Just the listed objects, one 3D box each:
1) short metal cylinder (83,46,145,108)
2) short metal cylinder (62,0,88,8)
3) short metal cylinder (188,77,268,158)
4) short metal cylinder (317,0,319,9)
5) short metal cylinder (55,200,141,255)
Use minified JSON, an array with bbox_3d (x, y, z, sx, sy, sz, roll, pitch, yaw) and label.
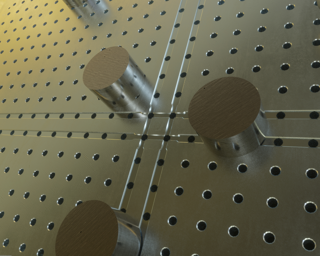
[{"bbox_3d":[-0.070,-0.078,0.477,0.080,0.050,0.080,-13,56,21],"label":"short metal cylinder"},{"bbox_3d":[-0.190,-0.314,0.685,0.080,0.050,0.080,-13,56,21],"label":"short metal cylinder"},{"bbox_3d":[0.079,-0.012,0.358,0.080,0.050,0.080,-13,56,21],"label":"short metal cylinder"},{"bbox_3d":[0.228,-0.151,0.346,0.080,0.080,0.050,-28,52,11],"label":"short metal cylinder"},{"bbox_3d":[-0.069,0.128,0.350,0.080,0.050,0.080,-13,56,21],"label":"short metal cylinder"}]
